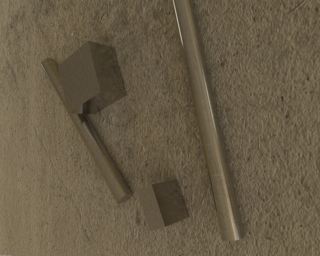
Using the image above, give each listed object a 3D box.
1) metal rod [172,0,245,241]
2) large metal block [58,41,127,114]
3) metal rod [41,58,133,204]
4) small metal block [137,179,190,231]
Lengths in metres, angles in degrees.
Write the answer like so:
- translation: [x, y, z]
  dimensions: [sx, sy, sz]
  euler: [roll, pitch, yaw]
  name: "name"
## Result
- translation: [0.052, -0.025, 0.360]
  dimensions: [0.025, 0.025, 0.298]
  euler: [-18, 79, 38]
  name: "metal rod"
- translation: [-0.104, -0.073, 0.472]
  dimensions: [0.080, 0.050, 0.080]
  euler: [-25, 75, 37]
  name: "large metal block"
- translation: [-0.128, -0.009, 0.507]
  dimensions: [0.025, 0.025, 0.299]
  euler: [-50, 61, 28]
  name: "metal rod"
- translation: [0.005, 0.094, 0.383]
  dimensions: [0.025, 0.050, 0.050]
  euler: [-30, 72, 36]
  name: "small metal block"
